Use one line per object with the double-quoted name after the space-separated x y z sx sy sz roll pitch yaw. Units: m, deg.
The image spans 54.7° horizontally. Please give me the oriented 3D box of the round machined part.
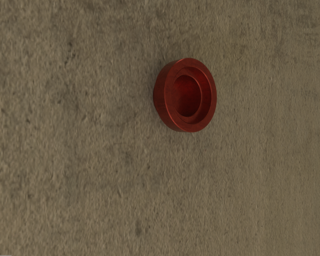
0.030 -0.043 0.421 0.099 0.042 0.097 0 90 -40 "round machined part"
